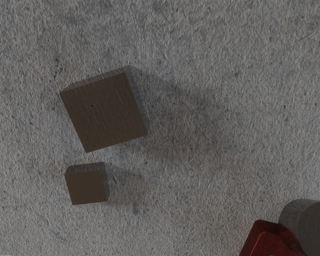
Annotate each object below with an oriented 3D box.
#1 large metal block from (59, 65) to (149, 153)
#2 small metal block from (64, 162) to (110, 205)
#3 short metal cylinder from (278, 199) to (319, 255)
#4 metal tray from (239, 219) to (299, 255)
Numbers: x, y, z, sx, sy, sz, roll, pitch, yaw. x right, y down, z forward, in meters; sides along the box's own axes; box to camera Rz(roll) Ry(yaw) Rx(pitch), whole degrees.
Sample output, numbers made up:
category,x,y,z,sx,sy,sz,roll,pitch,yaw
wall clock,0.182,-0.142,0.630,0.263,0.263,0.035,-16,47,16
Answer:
category,x,y,z,sx,sy,sz,roll,pitch,yaw
large metal block,-0.065,-0.024,0.387,0.080,0.050,0.080,-17,109,6
small metal block,-0.101,0.078,0.438,0.050,0.025,0.050,-7,110,2
short metal cylinder,0.216,0.141,0.433,0.081,0.050,0.080,1,81,-8
metal tray,0.198,0.201,0.483,0.131,0.030,0.089,15,109,-6
